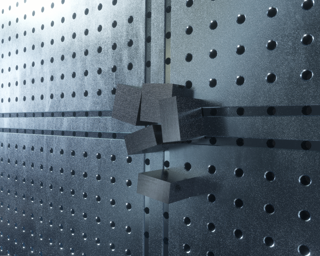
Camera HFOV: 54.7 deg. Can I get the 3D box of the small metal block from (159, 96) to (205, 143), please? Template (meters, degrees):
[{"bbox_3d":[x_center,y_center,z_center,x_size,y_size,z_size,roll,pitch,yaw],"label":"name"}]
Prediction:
[{"bbox_3d":[0.027,-0.009,0.369,0.025,0.050,0.050,-9,84,39],"label":"small metal block"}]

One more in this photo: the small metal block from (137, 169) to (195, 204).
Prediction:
[{"bbox_3d":[0.008,0.071,0.385,0.050,0.050,0.025,9,96,39],"label":"small metal block"}]

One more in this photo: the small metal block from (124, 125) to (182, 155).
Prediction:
[{"bbox_3d":[-0.009,0.015,0.398,0.050,0.050,0.025,-22,77,37],"label":"small metal block"}]

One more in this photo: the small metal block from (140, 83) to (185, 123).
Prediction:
[{"bbox_3d":[0.003,-0.032,0.405,0.050,0.025,0.050,7,95,39],"label":"small metal block"}]

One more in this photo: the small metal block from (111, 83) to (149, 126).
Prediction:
[{"bbox_3d":[-0.039,-0.033,0.439,0.050,0.025,0.050,18,102,38],"label":"small metal block"}]
